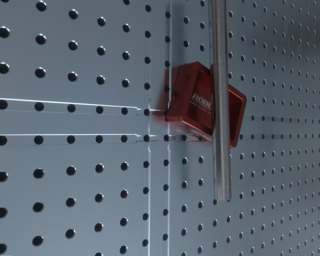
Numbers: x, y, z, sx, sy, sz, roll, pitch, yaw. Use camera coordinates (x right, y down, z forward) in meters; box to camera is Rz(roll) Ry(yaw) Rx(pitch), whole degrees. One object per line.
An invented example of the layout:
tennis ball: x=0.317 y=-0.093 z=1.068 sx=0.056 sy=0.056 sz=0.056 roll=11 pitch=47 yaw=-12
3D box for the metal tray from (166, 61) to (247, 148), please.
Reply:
metal tray: x=0.075 y=-0.031 z=0.468 sx=0.131 sy=0.030 sz=0.090 roll=25 pitch=74 yaw=-37

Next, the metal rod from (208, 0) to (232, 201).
metal rod: x=0.085 y=-0.048 z=0.440 sx=0.025 sy=0.025 sz=0.298 roll=-3 pitch=92 yaw=-40
